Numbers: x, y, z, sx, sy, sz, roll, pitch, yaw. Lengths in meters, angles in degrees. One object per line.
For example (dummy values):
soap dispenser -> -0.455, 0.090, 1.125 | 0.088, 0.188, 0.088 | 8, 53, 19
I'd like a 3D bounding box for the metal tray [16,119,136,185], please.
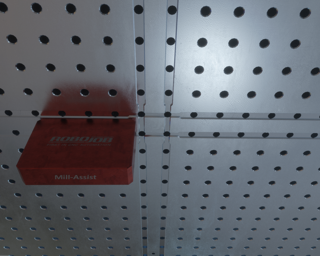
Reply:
metal tray -> -0.098, 0.028, 0.390 | 0.131, 0.090, 0.030 | 0, 130, -1
